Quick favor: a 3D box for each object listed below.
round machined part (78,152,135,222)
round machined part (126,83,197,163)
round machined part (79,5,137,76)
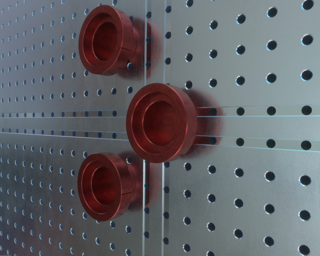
[{"bbox_3d":[-0.075,0.084,0.458,0.098,0.042,0.097,0,90,39],"label":"round machined part"},{"bbox_3d":[0.006,-0.006,0.391,0.098,0.042,0.097,0,90,39],"label":"round machined part"},{"bbox_3d":[-0.073,-0.125,0.456,0.098,0.042,0.097,0,90,39],"label":"round machined part"}]
